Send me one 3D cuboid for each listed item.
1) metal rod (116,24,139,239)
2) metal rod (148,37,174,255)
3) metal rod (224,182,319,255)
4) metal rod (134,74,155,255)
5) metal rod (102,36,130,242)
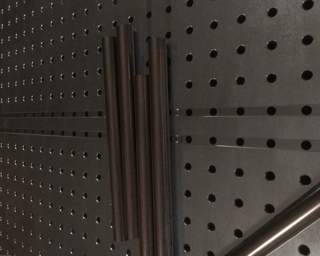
[{"bbox_3d":[-0.043,0.003,0.442,0.025,0.025,0.298,-5,87,39],"label":"metal rod"},{"bbox_3d":[0.001,0.033,0.406,0.025,0.025,0.298,-3,88,39],"label":"metal rod"},{"bbox_3d":[0.092,0.136,0.332,0.298,0.025,0.025,-51,60,27],"label":"metal rod"},{"bbox_3d":[-0.018,0.077,0.422,0.025,0.025,0.298,-3,88,39],"label":"metal rod"},{"bbox_3d":[-0.066,0.014,0.460,0.025,0.025,0.298,-7,86,39],"label":"metal rod"}]
